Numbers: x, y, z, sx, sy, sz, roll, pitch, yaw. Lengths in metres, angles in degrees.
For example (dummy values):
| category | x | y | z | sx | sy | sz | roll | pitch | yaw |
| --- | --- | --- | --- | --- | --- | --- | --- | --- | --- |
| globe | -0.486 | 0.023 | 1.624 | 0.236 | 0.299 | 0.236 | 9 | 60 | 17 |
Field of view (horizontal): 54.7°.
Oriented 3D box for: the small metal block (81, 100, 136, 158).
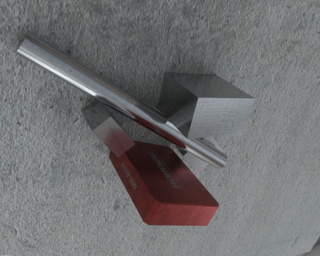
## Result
| category | x | y | z | sx | sy | sz | roll | pitch | yaw |
| --- | --- | --- | --- | --- | --- | --- | --- | --- | --- |
| small metal block | -0.060 | -0.001 | 0.359 | 0.025 | 0.050 | 0.050 | -39 | 130 | -2 |

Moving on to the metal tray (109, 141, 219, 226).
| category | x | y | z | sx | sy | sz | roll | pitch | yaw |
| --- | --- | --- | --- | --- | --- | --- | --- | --- | --- |
| metal tray | 0.000 | 0.063 | 0.381 | 0.091 | 0.130 | 0.030 | 13 | 112 | -34 |

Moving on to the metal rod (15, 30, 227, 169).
| category | x | y | z | sx | sy | sz | roll | pitch | yaw |
| --- | --- | --- | --- | --- | --- | --- | --- | --- | --- |
| metal rod | -0.020 | -0.016 | 0.371 | 0.301 | 0.025 | 0.025 | 31 | 101 | -33 |

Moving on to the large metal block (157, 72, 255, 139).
| category | x | y | z | sx | sy | sz | roll | pitch | yaw |
| --- | --- | --- | --- | --- | --- | --- | --- | --- | --- |
| large metal block | 0.054 | -0.030 | 0.384 | 0.081 | 0.080 | 0.050 | -2 | 120 | -28 |

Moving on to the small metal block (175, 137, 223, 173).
| category | x | y | z | sx | sy | sz | roll | pitch | yaw |
| --- | --- | --- | --- | --- | --- | --- | --- | --- | --- |
| small metal block | 0.059 | 0.032 | 0.463 | 0.050 | 0.025 | 0.050 | -41 | 130 | 0 |
